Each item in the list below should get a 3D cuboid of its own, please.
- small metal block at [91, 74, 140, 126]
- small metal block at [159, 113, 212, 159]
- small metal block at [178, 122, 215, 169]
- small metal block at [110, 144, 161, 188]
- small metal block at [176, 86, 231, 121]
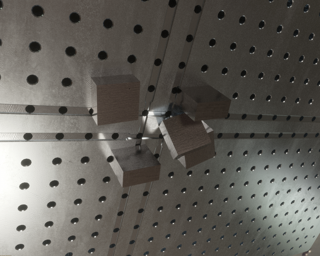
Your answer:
[{"bbox_3d":[-0.052,-0.034,0.363,0.050,0.025,0.050,-9,123,-24],"label":"small metal block"},{"bbox_3d":[0.033,0.009,0.418,0.050,0.050,0.025,-19,165,-18],"label":"small metal block"},{"bbox_3d":[0.052,0.026,0.458,0.050,0.025,0.050,-22,127,-16],"label":"small metal block"},{"bbox_3d":[-0.033,0.049,0.408,0.050,0.050,0.025,-8,122,-25],"label":"small metal block"},{"bbox_3d":[0.056,-0.034,0.407,0.050,0.050,0.025,-7,122,-25],"label":"small metal block"}]
